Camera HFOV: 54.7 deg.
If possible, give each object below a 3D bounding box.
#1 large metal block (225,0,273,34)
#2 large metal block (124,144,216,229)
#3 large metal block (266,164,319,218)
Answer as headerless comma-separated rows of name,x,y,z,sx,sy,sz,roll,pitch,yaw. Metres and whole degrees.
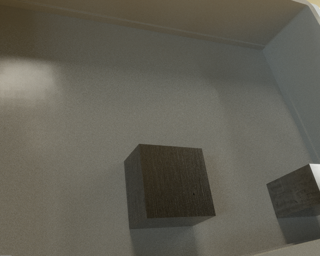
large metal block,0.187,-0.253,0.627,0.050,0.080,0.080,36,51,-5
large metal block,0.008,0.067,0.353,0.081,0.050,0.080,6,59,-25
large metal block,0.212,0.089,0.430,0.081,0.080,0.050,5,60,-26
